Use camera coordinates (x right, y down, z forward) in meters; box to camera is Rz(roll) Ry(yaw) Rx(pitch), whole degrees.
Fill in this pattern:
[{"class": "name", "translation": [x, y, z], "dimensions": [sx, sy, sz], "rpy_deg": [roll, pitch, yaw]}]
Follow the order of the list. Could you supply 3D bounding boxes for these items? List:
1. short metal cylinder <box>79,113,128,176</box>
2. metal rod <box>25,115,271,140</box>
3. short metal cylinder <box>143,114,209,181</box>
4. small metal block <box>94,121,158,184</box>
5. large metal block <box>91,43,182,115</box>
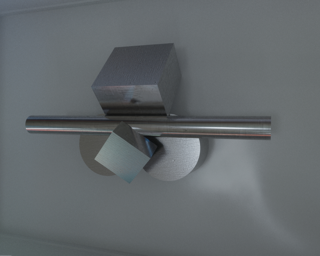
[{"class": "short metal cylinder", "translation": [-0.059, 0.021, 0.416], "dimensions": [0.080, 0.050, 0.079], "rpy_deg": [0, 90, 19]}, {"class": "metal rod", "translation": [-0.029, -0.002, 0.365], "dimensions": [0.301, 0.025, 0.025], "rpy_deg": [1, 90, 19]}, {"class": "short metal cylinder", "translation": [0.016, 0.023, 0.389], "dimensions": [0.080, 0.050, 0.079], "rpy_deg": [0, 90, 19]}, {"class": "small metal block", "translation": [-0.039, 0.029, 0.357], "dimensions": [0.050, 0.025, 0.050], "rpy_deg": [36, 124, -3]}, {"class": "large metal block", "translation": [-0.025, -0.058, 0.382], "dimensions": [0.080, 0.050, 0.080], "rpy_deg": [1, 47, 19]}]
